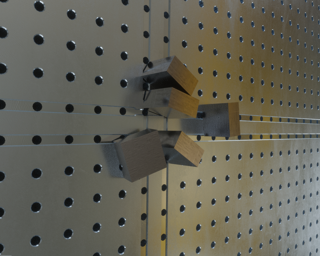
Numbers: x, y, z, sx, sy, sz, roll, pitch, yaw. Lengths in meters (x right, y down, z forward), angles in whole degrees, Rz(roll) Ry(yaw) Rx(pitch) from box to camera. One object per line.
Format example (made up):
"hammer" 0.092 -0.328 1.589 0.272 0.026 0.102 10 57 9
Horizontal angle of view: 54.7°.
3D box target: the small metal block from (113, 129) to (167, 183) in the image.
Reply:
"small metal block" -0.024 0.033 0.385 0.050 0.025 0.050 -20 103 -26

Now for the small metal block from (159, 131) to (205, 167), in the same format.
"small metal block" 0.022 0.027 0.413 0.050 0.050 0.025 40 65 -34

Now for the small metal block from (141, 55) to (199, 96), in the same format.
"small metal block" 0.013 -0.065 0.406 0.050 0.050 0.025 41 65 -33

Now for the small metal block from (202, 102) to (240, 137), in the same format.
"small metal block" 0.093 -0.013 0.474 0.025 0.050 0.050 -7 95 -40

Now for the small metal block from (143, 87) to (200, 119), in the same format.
"small metal block" 0.014 -0.031 0.407 0.050 0.050 0.025 19 78 -39
